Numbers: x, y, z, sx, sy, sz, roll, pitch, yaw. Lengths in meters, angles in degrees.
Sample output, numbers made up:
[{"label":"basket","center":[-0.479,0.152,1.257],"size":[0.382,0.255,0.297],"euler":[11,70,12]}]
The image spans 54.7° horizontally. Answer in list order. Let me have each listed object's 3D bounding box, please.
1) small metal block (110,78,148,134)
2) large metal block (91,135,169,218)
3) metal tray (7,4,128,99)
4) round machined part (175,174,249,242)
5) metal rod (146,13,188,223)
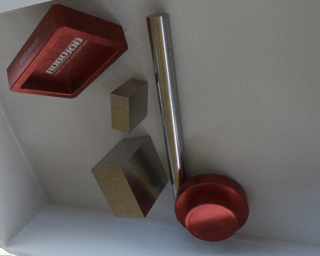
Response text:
[{"label":"small metal block","center":[-0.038,-0.029,0.393],"size":[0.025,0.050,0.050],"euler":[16,125,19]},{"label":"large metal block","center":[-0.038,0.067,0.433],"size":[0.050,0.080,0.080],"euler":[-8,115,31]},{"label":"metal tray","center":[-0.113,-0.083,0.372],"size":[0.130,0.091,0.030],"euler":[-32,67,38]},{"label":"round machined part","center":[0.068,0.113,0.414],"size":[0.099,0.042,0.097],"euler":[4,120,7]},{"label":"metal rod","center":[0.018,0.009,0.403],"size":[0.025,0.025,0.298],"euler":[5,121,25]}]
